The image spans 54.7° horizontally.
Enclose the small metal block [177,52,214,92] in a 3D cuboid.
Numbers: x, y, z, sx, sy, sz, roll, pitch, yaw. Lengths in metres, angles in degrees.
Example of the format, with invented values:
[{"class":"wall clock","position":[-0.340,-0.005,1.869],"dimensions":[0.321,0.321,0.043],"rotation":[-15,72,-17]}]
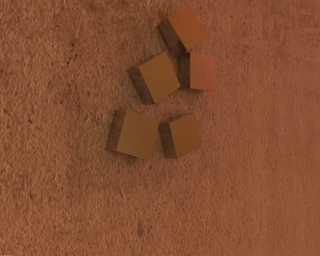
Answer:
[{"class":"small metal block","position":[0.052,-0.080,0.448],"dimensions":[0.050,0.025,0.050],"rotation":[0,91,-40]}]

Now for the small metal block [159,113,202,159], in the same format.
[{"class":"small metal block","position":[0.028,0.010,0.427],"dimensions":[0.050,0.025,0.050],"rotation":[-22,104,-38]}]

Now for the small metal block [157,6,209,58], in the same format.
[{"class":"small metal block","position":[0.032,-0.132,0.424],"dimensions":[0.050,0.025,0.050],"rotation":[-38,100,-34]}]

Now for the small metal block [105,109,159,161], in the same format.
[{"class":"small metal block","position":[-0.033,0.009,0.377],"dimensions":[0.050,0.025,0.050],"rotation":[21,77,-38]}]

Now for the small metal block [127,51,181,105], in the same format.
[{"class":"small metal block","position":[-0.007,-0.064,0.398],"dimensions":[0.050,0.025,0.050],"rotation":[-38,113,-33]}]
